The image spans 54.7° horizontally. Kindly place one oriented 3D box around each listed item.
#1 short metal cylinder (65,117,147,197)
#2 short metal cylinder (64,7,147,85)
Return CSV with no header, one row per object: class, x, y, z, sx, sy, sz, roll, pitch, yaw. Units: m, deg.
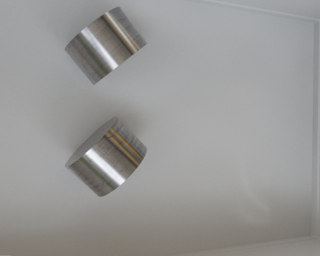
short metal cylinder,-0.062,0.032,0.359,0.080,0.080,0.050,-46,105,-14
short metal cylinder,-0.062,-0.094,0.359,0.080,0.080,0.050,-42,104,-15
